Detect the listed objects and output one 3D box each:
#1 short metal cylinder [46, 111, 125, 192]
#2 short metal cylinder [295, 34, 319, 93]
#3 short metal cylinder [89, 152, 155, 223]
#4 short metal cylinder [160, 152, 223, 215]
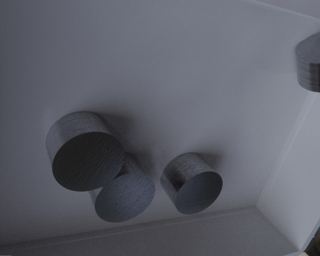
[{"bbox_3d":[-0.088,0.027,0.362,0.081,0.050,0.079,-14,125,-21],"label":"short metal cylinder"},{"bbox_3d":[0.241,-0.096,0.449,0.080,0.080,0.050,-31,129,-8],"label":"short metal cylinder"},{"bbox_3d":[-0.054,0.078,0.413,0.081,0.050,0.079,-14,124,-21],"label":"short metal cylinder"},{"bbox_3d":[0.048,0.084,0.473,0.081,0.050,0.079,-14,125,-21],"label":"short metal cylinder"}]
